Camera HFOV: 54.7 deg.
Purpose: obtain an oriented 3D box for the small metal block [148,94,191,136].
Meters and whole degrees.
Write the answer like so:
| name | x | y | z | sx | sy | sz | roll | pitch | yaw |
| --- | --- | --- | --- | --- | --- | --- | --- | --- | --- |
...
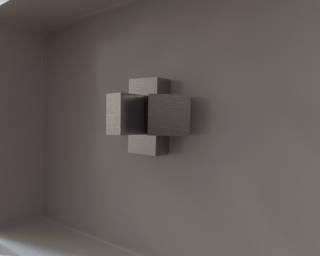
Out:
| name | x | y | z | sx | sy | sz | roll | pitch | yaw |
| --- | --- | --- | --- | --- | --- | --- | --- | --- | --- |
| small metal block | 0.011 | -0.016 | 0.380 | 0.050 | 0.025 | 0.050 | 1 | 92 | 0 |

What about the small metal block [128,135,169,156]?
| name | x | y | z | sx | sy | sz | roll | pitch | yaw |
| --- | --- | --- | --- | --- | --- | --- | --- | --- | --- |
| small metal block | -0.016 | 0.010 | 0.417 | 0.050 | 0.025 | 0.050 | 3 | 92 | 40 |

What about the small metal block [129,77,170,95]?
| name | x | y | z | sx | sy | sz | roll | pitch | yaw |
| --- | --- | --- | --- | --- | --- | --- | --- | --- | --- |
| small metal block | -0.015 | -0.041 | 0.416 | 0.050 | 0.025 | 0.050 | 3 | 92 | 39 |

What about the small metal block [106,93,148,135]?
| name | x | y | z | sx | sy | sz | roll | pitch | yaw |
| --- | --- | --- | --- | --- | --- | --- | --- | --- | --- |
| small metal block | -0.040 | -0.017 | 0.388 | 0.025 | 0.050 | 0.050 | 1 | 91 | 39 |

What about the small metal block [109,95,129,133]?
| name | x | y | z | sx | sy | sz | roll | pitch | yaw |
| --- | --- | --- | --- | --- | --- | --- | --- | --- | --- |
| small metal block | -0.057 | -0.019 | 0.434 | 0.050 | 0.025 | 0.050 | -172 | 83 | -83 |
